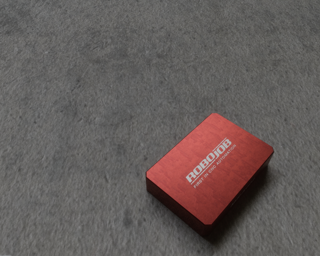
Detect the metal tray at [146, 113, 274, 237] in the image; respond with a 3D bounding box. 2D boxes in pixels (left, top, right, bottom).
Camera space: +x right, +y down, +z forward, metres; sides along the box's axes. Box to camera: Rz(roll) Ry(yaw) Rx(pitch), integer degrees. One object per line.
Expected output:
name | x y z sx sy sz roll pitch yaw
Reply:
metal tray | 0.058 0.047 0.361 0.090 0.030 0.131 35 58 26
